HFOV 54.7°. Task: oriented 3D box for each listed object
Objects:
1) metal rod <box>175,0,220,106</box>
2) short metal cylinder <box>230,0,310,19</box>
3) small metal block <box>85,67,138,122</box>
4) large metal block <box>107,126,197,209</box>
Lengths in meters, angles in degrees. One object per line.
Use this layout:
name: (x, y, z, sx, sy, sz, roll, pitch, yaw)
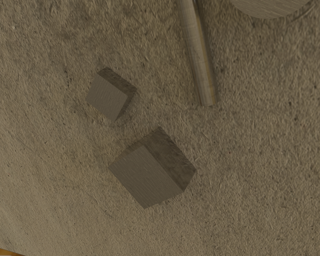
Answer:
metal rod: (0.019, -0.161, 0.296, 0.025, 0.025, 0.298, -2, 118, 29)
short metal cylinder: (0.096, -0.137, 0.256, 0.080, 0.050, 0.079, 13, 124, 21)
small metal block: (-0.066, -0.045, 0.414, 0.050, 0.025, 0.050, 37, 129, 3)
large metal block: (-0.011, 0.057, 0.432, 0.080, 0.050, 0.080, -33, 100, 38)
